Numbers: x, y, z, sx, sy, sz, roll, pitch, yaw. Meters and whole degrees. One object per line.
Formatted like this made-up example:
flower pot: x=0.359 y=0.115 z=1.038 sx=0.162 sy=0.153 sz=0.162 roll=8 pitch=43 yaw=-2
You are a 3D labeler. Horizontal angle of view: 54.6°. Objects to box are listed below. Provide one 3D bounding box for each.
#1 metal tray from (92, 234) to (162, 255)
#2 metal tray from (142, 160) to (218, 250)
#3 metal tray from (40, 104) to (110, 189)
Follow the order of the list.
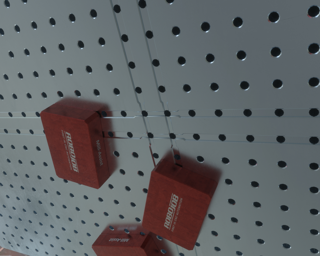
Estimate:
metal tray: x=-0.058 y=0.248 z=0.593 sx=0.130 sy=0.030 sz=0.090 roll=-13 pitch=112 yaw=33
metal tray: x=0.025 y=0.119 z=0.469 sx=0.090 sy=0.030 sz=0.129 roll=21 pitch=127 yaw=15
metal tray: x=-0.135 y=0.031 z=0.499 sx=0.090 sy=0.030 sz=0.129 roll=11 pitch=123 yaw=22
